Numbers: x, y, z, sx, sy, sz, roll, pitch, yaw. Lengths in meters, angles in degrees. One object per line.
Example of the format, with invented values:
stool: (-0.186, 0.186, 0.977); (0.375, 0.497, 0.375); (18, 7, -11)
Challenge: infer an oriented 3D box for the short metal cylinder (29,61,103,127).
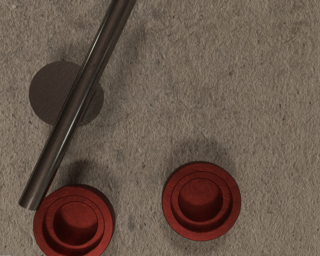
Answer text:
short metal cylinder: (-0.117, -0.041, 0.396); (0.081, 0.050, 0.079); (0, 90, -1)

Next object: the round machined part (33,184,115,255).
round machined part: (-0.106, 0.120, 0.400); (0.099, 0.042, 0.097); (0, 90, -1)

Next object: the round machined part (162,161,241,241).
round machined part: (0.051, 0.091, 0.402); (0.099, 0.042, 0.097); (0, 90, -1)

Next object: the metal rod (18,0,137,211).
metal rod: (-0.088, -0.046, 0.358); (0.025, 0.025, 0.299); (25, 90, -1)
